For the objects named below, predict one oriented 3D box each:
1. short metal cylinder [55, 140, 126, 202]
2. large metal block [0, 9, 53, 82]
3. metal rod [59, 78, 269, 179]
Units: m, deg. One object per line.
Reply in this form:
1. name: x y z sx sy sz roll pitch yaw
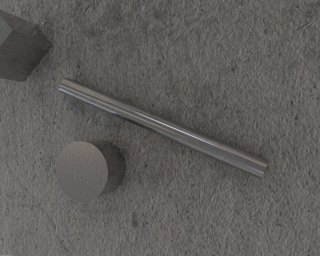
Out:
1. short metal cylinder: -0.095 0.057 0.429 0.080 0.050 0.080 0 90 20
2. large metal block: -0.223 -0.119 0.458 0.080 0.080 0.050 -45 76 14
3. metal rod: -0.008 -0.007 0.411 0.301 0.025 0.025 23 98 18
